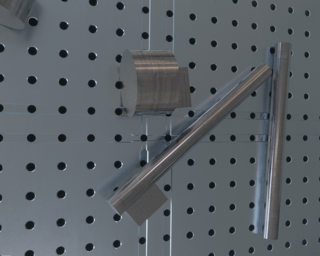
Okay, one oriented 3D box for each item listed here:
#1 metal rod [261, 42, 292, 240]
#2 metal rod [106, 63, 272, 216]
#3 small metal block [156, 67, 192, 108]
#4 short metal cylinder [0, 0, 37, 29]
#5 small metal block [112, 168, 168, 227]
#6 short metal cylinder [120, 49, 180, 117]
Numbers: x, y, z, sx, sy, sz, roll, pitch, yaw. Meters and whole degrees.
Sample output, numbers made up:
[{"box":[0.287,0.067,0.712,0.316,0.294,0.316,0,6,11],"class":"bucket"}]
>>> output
[{"box":[0.180,0.019,0.478,0.025,0.025,0.298,5,88,-20],"class":"metal rod"},{"box":[0.053,0.002,0.415,0.301,0.025,0.025,-40,103,-22],"class":"metal rod"},{"box":[0.017,-0.050,0.405,0.025,0.050,0.050,-7,93,-20],"class":"small metal block"},{"box":[-0.171,-0.146,0.320,0.080,0.080,0.050,22,83,-19],"class":"short metal cylinder"},{"box":[-0.027,0.089,0.403,0.050,0.025,0.050,-41,103,-15],"class":"small metal block"},{"box":[-0.015,-0.055,0.378,0.050,0.080,0.079,-5,92,-20],"class":"short metal cylinder"}]
